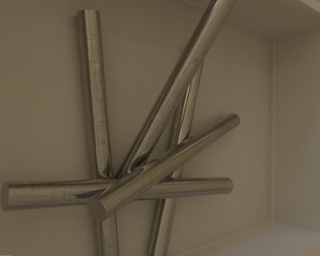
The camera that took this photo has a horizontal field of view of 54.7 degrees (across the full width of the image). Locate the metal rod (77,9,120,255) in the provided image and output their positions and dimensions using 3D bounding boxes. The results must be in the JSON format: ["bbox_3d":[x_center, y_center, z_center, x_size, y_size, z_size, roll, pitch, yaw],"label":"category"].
[{"bbox_3d":[-0.068,0.022,0.350,0.025,0.025,0.298,-7,95,-40],"label":"metal rod"}]

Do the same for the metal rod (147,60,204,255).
[{"bbox_3d":[0.025,0.027,0.429,0.025,0.025,0.299,20,78,-39],"label":"metal rod"}]

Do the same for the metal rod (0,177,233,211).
[{"bbox_3d":[-0.017,0.071,0.360,0.302,0.025,0.025,7,86,-40],"label":"metal rod"}]

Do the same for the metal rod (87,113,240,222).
[{"bbox_3d":[0.031,0.030,0.394,0.302,0.025,0.025,-26,107,-49],"label":"metal rod"}]

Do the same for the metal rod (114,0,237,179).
[{"bbox_3d":[0.025,-0.060,0.351,0.025,0.025,0.299,23,100,-38],"label":"metal rod"}]
